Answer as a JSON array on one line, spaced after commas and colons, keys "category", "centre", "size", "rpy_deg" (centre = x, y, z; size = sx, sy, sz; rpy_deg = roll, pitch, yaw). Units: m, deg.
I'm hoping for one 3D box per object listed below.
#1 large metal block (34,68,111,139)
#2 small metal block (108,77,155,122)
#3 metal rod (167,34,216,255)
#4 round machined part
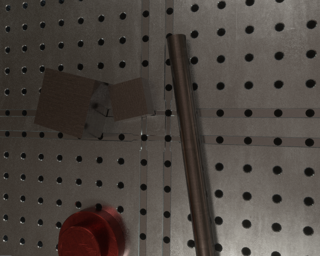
[{"category": "large metal block", "centre": [-0.122, -0.035, 0.441], "size": [0.080, 0.050, 0.079], "rpy_deg": [16, 95, 19]}, {"category": "small metal block", "centre": [-0.039, -0.038, 0.425], "size": [0.050, 0.025, 0.050], "rpy_deg": [-12, 86, 19]}, {"category": "metal rod", "centre": [0.041, 0.029, 0.397], "size": [0.025, 0.025, 0.298], "rpy_deg": [-8, 87, 19]}, {"category": "round machined part", "centre": [-0.104, 0.167, 0.439], "size": [0.098, 0.042, 0.097], "rpy_deg": [0, 90, 19]}]
